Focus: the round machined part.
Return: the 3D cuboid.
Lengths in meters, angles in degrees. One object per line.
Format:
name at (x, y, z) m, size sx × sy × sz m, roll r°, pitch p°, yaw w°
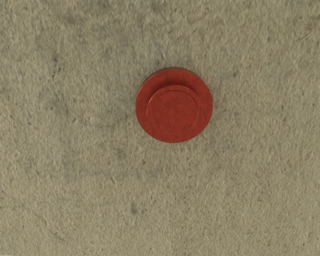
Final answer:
round machined part at (0.018, -0.025, 0.392) m, size 0.099 × 0.042 × 0.097 m, roll 0°, pitch 110°, yaw -1°
